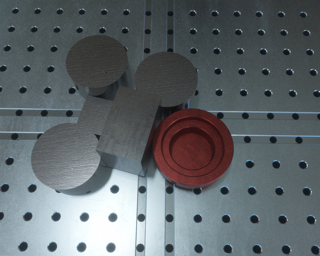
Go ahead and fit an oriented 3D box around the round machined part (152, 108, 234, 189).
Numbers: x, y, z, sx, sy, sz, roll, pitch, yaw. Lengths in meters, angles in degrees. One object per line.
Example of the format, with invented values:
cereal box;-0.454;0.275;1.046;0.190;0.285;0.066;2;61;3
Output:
round machined part;0.040;0.028;0.392;0.099;0.042;0.098;0;70;0

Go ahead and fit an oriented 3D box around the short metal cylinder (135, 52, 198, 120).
short metal cylinder;0.008;-0.055;0.418;0.081;0.050;0.080;0;70;0

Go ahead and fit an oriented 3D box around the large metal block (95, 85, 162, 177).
large metal block;-0.033;0.007;0.376;0.050;0.080;0.080;15;71;5

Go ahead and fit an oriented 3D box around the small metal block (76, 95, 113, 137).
small metal block;-0.079;-0.011;0.415;0.050;0.025;0.050;14;71;5

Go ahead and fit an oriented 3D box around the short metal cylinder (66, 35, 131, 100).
short metal cylinder;-0.082;-0.080;0.426;0.081;0.050;0.080;0;70;0

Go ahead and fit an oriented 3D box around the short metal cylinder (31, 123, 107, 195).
short metal cylinder;-0.109;0.040;0.383;0.081;0.050;0.080;0;70;0
